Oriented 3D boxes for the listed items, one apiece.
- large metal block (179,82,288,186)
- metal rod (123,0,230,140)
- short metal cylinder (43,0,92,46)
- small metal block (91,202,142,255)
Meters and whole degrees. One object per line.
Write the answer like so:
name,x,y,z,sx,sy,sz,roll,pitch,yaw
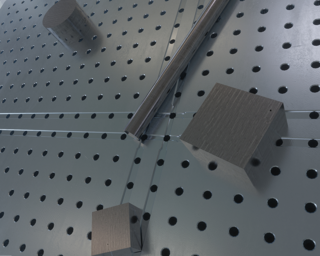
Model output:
large metal block,0.083,0.005,0.346,0.080,0.050,0.080,25,75,36
metal rod,0.039,-0.114,0.457,0.025,0.025,0.300,23,74,36
short metal cylinder,-0.185,-0.213,0.620,0.080,0.050,0.080,-13,56,21
small metal block,-0.051,0.120,0.362,0.050,0.025,0.050,-19,54,17
